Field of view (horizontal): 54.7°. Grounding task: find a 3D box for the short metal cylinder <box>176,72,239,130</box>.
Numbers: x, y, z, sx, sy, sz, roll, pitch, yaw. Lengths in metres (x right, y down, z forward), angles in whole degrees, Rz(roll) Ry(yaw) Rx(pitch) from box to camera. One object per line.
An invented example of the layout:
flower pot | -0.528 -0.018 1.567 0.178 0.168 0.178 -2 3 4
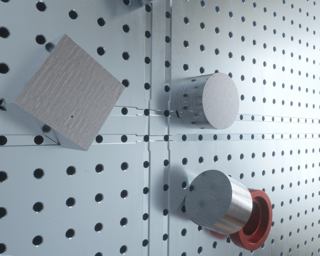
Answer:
short metal cylinder | 0.071 -0.038 0.452 0.081 0.050 0.079 0 90 -40

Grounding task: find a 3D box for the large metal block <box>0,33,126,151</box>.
large metal block | -0.095 -0.033 0.313 0.080 0.050 0.080 41 65 -33

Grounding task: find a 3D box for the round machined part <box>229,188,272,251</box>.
round machined part | 0.143 0.149 0.518 0.099 0.042 0.097 0 90 -40

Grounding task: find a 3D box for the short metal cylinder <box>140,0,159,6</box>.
short metal cylinder | 0.006 -0.189 0.378 0.080 0.080 0.050 -36 113 -34

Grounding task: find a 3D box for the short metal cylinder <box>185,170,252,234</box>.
short metal cylinder | 0.083 0.106 0.443 0.050 0.080 0.080 32 70 -36
